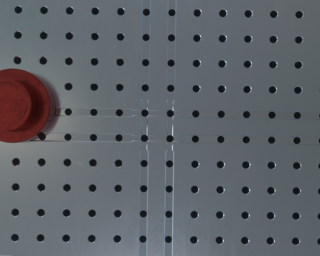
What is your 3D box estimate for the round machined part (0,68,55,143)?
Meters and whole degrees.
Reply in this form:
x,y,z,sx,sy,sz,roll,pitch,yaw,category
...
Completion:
x,y,z,sx,sy,sz,roll,pitch,yaw,category
-0.193,-0.029,0.404,0.099,0.042,0.097,0,90,0,round machined part
